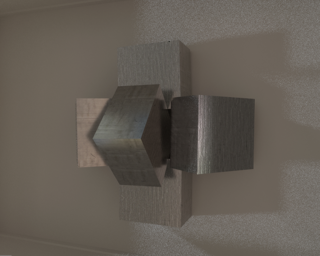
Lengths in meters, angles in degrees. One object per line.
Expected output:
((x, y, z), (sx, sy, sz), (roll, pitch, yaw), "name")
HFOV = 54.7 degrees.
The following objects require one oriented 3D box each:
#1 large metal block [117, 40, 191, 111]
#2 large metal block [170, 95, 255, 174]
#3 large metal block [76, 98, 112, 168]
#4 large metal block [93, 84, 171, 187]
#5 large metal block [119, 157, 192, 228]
((-0.006, -0.062, 0.395), (0.080, 0.050, 0.080), (-2, 90, 20), "large metal block")
((0.059, 0.006, 0.351), (0.050, 0.081, 0.079), (2, 92, 58), "large metal block")
((-0.082, 0.005, 0.401), (0.050, 0.080, 0.080), (-1, 90, -16), "large metal block")
((-0.023, 0.009, 0.346), (0.050, 0.080, 0.080), (-1, 46, 19), "large metal block")
((-0.004, 0.076, 0.397), (0.080, 0.050, 0.080), (1, 90, 20), "large metal block")
